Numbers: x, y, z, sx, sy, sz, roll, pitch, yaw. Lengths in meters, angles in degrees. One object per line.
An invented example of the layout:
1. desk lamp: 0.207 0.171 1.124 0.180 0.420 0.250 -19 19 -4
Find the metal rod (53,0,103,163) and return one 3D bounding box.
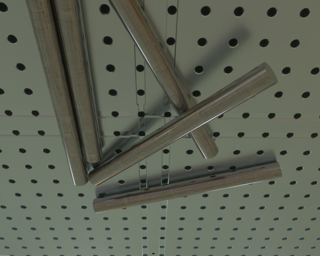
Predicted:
1. metal rod: -0.092 -0.072 0.348 0.025 0.025 0.298 0 130 -1

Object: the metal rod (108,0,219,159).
1. metal rod: 0.003 -0.067 0.354 0.025 0.025 0.299 -22 127 17

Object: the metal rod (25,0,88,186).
1. metal rod: -0.120 -0.034 0.380 0.025 0.025 0.298 0 130 -1

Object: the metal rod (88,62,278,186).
1. metal rod: 0.006 0.011 0.393 0.299 0.025 0.025 -32 124 34

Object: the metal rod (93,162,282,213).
1. metal rod: 0.037 0.097 0.494 0.301 0.025 0.025 -13 129 10
